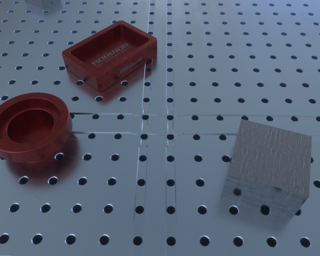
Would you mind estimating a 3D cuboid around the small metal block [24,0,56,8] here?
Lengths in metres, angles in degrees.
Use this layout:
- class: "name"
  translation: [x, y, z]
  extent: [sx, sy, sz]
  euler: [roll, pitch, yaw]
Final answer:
- class: "small metal block"
  translation: [-0.245, -0.276, 0.638]
  extent: [0.050, 0.025, 0.050]
  euler: [23, 54, 18]

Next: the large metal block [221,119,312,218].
- class: "large metal block"
  translation: [0.122, 0.044, 0.355]
  extent: [0.080, 0.050, 0.080]
  euler: [15, 52, 12]

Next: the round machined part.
- class: "round machined part"
  translation: [-0.161, 0.003, 0.393]
  extent: [0.099, 0.042, 0.098]
  euler: [0, 50, 0]

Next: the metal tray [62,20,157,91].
- class: "metal tray"
  translation: [-0.079, -0.122, 0.506]
  extent: [0.090, 0.030, 0.131]
  euler: [35, 58, 25]
